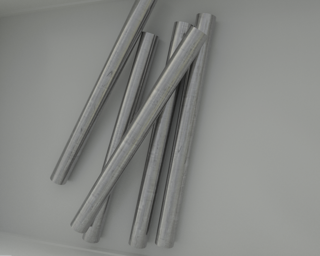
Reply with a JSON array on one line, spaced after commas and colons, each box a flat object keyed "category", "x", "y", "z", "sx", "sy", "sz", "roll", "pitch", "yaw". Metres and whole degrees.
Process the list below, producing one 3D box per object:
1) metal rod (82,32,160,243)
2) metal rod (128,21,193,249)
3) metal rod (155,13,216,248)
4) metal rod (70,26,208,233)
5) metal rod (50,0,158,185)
[{"category": "metal rod", "x": -0.056, "y": 0.017, "z": 0.430, "sx": 0.025, "sy": 0.025, "sz": 0.298, "roll": 19, "pitch": 96, "yaw": 19}, {"category": "metal rod", "x": 0.000, "y": 0.012, "z": 0.410, "sx": 0.025, "sy": 0.025, "sz": 0.298, "roll": 13, "pitch": 94, "yaw": 19}, {"category": "metal rod", "x": 0.032, "y": 0.006, "z": 0.399, "sx": 0.025, "sy": 0.025, "sz": 0.298, "roll": 11, "pitch": 94, "yaw": 19}, {"category": "metal rod", "x": -0.032, "y": 0.010, "z": 0.393, "sx": 0.025, "sy": 0.025, "sz": 0.299, "roll": 35, "pitch": 101, "yaw": 16}, {"category": "metal rod", "x": -0.082, "y": -0.048, "z": 0.428, "sx": 0.025, "sy": 0.025, "sz": 0.298, "roll": 34, "pitch": 105, "yaw": 17}]
